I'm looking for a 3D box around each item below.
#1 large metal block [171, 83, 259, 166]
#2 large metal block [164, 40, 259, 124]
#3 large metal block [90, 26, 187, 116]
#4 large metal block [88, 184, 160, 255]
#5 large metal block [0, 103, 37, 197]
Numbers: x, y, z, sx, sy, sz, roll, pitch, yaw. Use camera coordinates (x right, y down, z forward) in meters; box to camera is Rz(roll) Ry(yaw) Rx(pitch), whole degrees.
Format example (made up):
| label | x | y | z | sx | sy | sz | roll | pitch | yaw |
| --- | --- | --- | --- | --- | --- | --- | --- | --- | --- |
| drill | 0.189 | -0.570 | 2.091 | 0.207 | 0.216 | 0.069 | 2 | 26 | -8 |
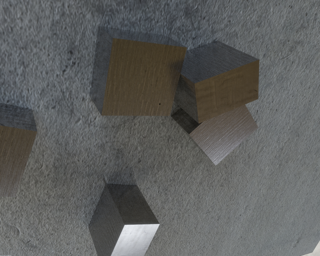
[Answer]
| label | x | y | z | sx | sy | sz | roll | pitch | yaw |
| --- | --- | --- | --- | --- | --- | --- | --- | --- | --- |
| large metal block | 0.076 | -0.008 | 0.427 | 0.080 | 0.050 | 0.080 | -42 | 130 | 1 |
| large metal block | 0.058 | -0.058 | 0.366 | 0.081 | 0.080 | 0.050 | -22 | 127 | -15 |
| large metal block | -0.026 | -0.060 | 0.339 | 0.081 | 0.050 | 0.079 | -1 | 119 | -28 |
| large metal block | -0.053 | 0.134 | 0.425 | 0.050 | 0.080 | 0.079 | 10 | 113 | -33 |
| large metal block | -0.177 | 0.018 | 0.305 | 0.081 | 0.050 | 0.080 | 13 | 112 | -34 |
